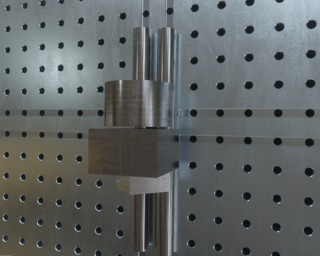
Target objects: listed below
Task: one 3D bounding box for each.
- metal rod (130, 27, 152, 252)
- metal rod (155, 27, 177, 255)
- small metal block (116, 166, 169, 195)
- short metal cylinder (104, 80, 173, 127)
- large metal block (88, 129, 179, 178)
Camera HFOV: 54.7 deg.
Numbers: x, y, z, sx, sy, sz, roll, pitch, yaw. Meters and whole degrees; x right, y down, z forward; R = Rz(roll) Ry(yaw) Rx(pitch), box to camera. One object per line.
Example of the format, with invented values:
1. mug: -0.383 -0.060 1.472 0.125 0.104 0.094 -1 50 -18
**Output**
1. metal rod: -0.026 0.015 0.422 0.025 0.025 0.298 1 90 19
2. metal rod: 0.007 0.020 0.410 0.025 0.025 0.298 1 90 19
3. small metal block: -0.022 0.063 0.382 0.050 0.050 0.025 1 91 -25
4. short metal cylinder: -0.025 -0.027 0.369 0.080 0.080 0.050 1 91 19
5. large metal block: -0.027 0.026 0.366 0.080 0.080 0.050 1 90 19
